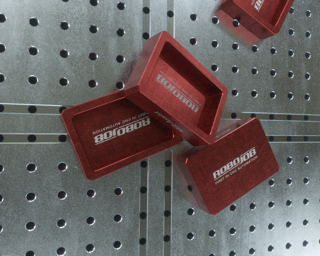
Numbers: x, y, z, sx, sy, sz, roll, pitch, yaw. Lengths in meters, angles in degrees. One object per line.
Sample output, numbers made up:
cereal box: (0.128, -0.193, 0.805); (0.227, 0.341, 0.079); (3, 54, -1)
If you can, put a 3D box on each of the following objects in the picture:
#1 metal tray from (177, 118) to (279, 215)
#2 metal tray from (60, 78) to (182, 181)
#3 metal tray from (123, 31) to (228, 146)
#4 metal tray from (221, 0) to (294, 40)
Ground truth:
metal tray: (0.101, 0.052, 0.447); (0.131, 0.030, 0.090); (-29, 100, -18)
metal tray: (-0.047, -0.001, 0.392); (0.131, 0.030, 0.090); (-22, 98, -19)
metal tray: (0.026, -0.045, 0.391); (0.130, 0.030, 0.090); (36, 62, -30)
metal tray: (0.160, -0.213, 0.468); (0.090, 0.030, 0.130); (31, 80, -18)
